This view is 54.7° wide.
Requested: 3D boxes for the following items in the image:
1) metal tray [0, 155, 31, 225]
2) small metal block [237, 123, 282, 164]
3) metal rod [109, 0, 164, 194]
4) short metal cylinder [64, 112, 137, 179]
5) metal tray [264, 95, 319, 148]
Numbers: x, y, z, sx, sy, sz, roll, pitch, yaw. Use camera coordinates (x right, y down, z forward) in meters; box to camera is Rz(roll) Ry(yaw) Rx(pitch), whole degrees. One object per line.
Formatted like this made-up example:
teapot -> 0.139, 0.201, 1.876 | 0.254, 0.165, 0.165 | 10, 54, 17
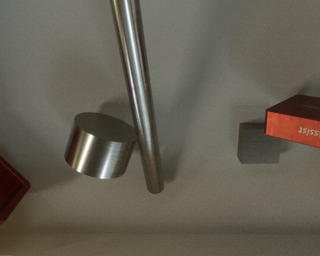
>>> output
metal tray -> -0.238, 0.060, 0.395 | 0.030, 0.090, 0.130 | -36, 107, 12
small metal block -> 0.135, 0.021, 0.421 | 0.050, 0.025, 0.050 | -1, 110, 0
metal rod -> -0.019, -0.022, 0.340 | 0.025, 0.025, 0.298 | -5, 134, 2
short metal cylinder -> -0.073, 0.020, 0.388 | 0.080, 0.080, 0.050 | 18, 109, -7
metal tray -> 0.197, -0.005, 0.342 | 0.091, 0.130, 0.030 | -21, 117, -41
